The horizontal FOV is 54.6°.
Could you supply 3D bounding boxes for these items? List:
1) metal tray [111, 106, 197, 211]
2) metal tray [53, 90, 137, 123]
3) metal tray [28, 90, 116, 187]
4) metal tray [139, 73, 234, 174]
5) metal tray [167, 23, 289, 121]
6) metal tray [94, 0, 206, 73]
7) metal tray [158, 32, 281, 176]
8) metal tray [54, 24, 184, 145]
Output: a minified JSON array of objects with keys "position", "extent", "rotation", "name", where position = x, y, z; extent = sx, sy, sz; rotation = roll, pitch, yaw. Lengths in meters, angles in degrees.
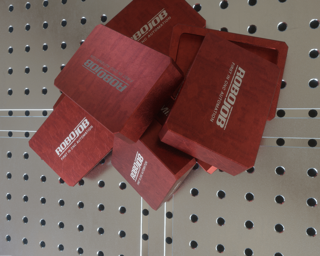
[{"position":[-0.015,0.041,0.369],"extent":[0.030,0.129,0.090],"rotation":[-38,75,-27],"name":"metal tray"},{"position":[-0.082,-0.049,0.439],"extent":[0.090,0.030,0.130],"rotation":[41,102,15],"name":"metal tray"},{"position":[-0.111,0.010,0.426],"extent":[0.090,0.030,0.130],"rotation":[46,116,-2],"name":"metal tray"},{"position":[0.033,-0.008,0.368],"extent":[0.130,0.090,0.030],"rotation":[46,105,15],"name":"metal tray"},{"position":[0.072,-0.063,0.361],"extent":[0.131,0.030,0.090],"rotation":[10,93,-1],"name":"metal tray"},{"position":[-0.017,-0.114,0.396],"extent":[0.130,0.030,0.090],"rotation":[-42,79,0],"name":"metal tray"},{"position":[0.065,-0.028,0.320],"extent":[0.090,0.030,0.130],"rotation":[26,63,-3],"name":"metal tray"},{"position":[-0.049,-0.052,0.334],"extent":[0.130,0.030,0.090],"rotation":[35,87,36],"name":"metal tray"}]
